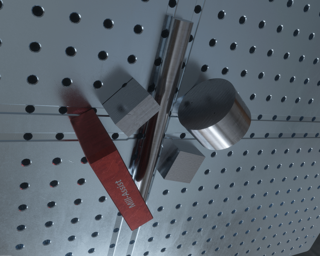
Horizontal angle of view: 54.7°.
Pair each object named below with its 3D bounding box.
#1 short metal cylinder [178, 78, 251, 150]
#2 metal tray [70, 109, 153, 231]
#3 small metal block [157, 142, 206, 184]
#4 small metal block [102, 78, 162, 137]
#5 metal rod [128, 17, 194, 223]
[{"bbox_3d":[0.071,-0.018,0.405,0.080,0.080,0.050,-44,130,2],"label":"short metal cylinder"},{"bbox_3d":[-0.057,0.051,0.370,0.030,0.090,0.129,-29,129,-10],"label":"metal tray"},{"bbox_3d":[0.032,0.053,0.464,0.050,0.025,0.050,16,110,-35],"label":"small metal block"},{"bbox_3d":[-0.034,-0.025,0.361,0.050,0.050,0.025,-41,130,0],"label":"small metal block"},{"bbox_3d":[-0.008,0.008,0.413,0.025,0.025,0.298,0,119,-29],"label":"metal rod"}]
